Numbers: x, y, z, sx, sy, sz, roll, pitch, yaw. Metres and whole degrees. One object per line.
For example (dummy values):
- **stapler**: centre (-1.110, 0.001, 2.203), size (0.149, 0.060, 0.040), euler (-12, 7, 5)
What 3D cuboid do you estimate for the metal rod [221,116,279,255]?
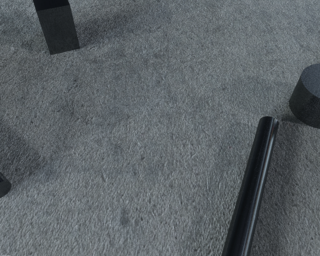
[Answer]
- **metal rod**: centre (0.086, 0.099, 0.320), size (0.025, 0.025, 0.301), euler (18, 52, 14)

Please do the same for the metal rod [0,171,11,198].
- **metal rod**: centre (-0.288, -0.009, 0.406), size (0.300, 0.025, 0.025), euler (35, 58, 25)

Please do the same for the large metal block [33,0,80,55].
- **large metal block**: centre (-0.176, -0.183, 0.519), size (0.050, 0.080, 0.080), euler (-18, 53, -14)

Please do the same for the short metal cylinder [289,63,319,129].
- **short metal cylinder**: centre (0.228, -0.044, 0.427), size (0.081, 0.050, 0.080), euler (0, 50, 0)
